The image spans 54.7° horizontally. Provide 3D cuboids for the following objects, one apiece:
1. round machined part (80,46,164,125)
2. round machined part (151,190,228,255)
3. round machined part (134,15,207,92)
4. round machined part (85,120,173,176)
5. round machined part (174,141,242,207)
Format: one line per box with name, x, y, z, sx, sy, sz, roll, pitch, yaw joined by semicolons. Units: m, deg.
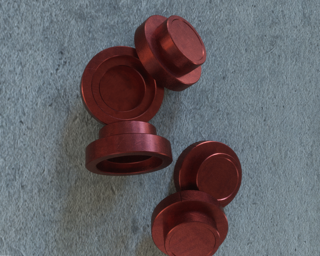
round machined part;-0.048;-0.047;0.381;0.099;0.042;0.097;1;88;-20
round machined part;0.038;0.131;0.392;0.099;0.042;0.097;-1;114;-3
round machined part;0.020;-0.098;0.382;0.098;0.042;0.098;26;50;-35
round machined part;-0.037;0.023;0.361;0.099;0.098;0.042;2;67;-20
round machined part;0.072;0.067;0.426;0.099;0.042;0.097;0;90;-20
